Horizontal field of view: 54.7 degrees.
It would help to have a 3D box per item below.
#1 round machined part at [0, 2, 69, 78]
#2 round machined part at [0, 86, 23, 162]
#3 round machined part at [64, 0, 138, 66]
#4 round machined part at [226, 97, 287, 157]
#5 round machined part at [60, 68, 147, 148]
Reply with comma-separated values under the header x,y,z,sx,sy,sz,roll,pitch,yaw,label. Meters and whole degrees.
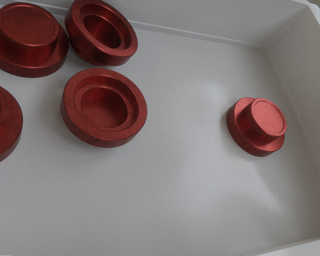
x,y,z,sx,sy,sz,roll,pitch,yaw,label
-0.161,-0.113,0.377,0.099,0.042,0.098,13,56,-21,round machined part
-0.187,-0.010,0.300,0.099,0.042,0.098,14,56,-21,round machined part
-0.082,-0.122,0.416,0.099,0.042,0.098,26,46,-30,round machined part
0.157,-0.008,0.484,0.099,0.042,0.098,14,56,-21,round machined part
-0.068,-0.020,0.370,0.099,0.042,0.098,14,56,-21,round machined part
